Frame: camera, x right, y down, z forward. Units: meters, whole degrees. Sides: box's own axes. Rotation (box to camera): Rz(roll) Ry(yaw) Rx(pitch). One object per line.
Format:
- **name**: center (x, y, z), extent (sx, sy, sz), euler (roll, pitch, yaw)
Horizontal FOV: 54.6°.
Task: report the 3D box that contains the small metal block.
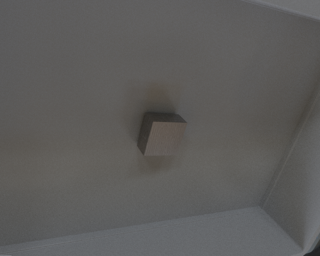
- **small metal block**: center (0.002, 0.009, 0.410), extent (0.050, 0.025, 0.050), euler (2, 118, -29)
